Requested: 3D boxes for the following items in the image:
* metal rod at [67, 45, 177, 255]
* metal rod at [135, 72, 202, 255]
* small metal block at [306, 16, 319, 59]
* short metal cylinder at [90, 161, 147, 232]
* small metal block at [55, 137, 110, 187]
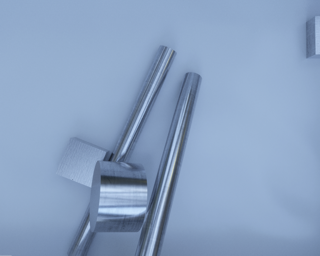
[{"bbox_3d":[-0.050,0.033,0.410,0.025,0.025,0.299,24,90,-1],"label":"metal rod"},{"bbox_3d":[0.007,0.063,0.349,0.025,0.025,0.300,16,64,0],"label":"metal rod"},{"bbox_3d":[0.227,-0.121,0.414,0.050,0.025,0.050,-1,90,-1],"label":"small metal block"},{"bbox_3d":[-0.051,0.080,0.361,0.050,0.080,0.079,7,90,-18],"label":"short metal cylinder"},{"bbox_3d":[-0.102,0.045,0.410,0.050,0.025,0.050,22,90,-1],"label":"small metal block"}]
